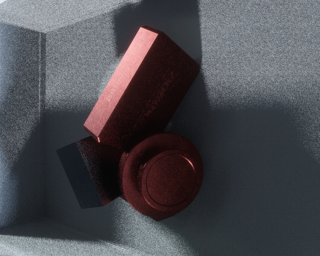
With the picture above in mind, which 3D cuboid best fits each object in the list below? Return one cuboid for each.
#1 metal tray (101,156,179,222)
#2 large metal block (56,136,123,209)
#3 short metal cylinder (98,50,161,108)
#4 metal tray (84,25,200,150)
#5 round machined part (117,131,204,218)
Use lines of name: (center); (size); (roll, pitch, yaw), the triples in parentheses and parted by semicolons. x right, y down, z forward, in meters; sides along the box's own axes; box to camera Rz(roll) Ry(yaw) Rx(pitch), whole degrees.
metal tray: (-0.028, 0.055, 0.422); (0.130, 0.030, 0.089); (22, 104, 37)
large metal block: (-0.071, 0.046, 0.395); (0.050, 0.081, 0.080); (-20, 93, 44)
short metal cylinder: (-0.034, -0.053, 0.395); (0.080, 0.050, 0.080); (-30, 46, 37)
metal tray: (-0.017, -0.036, 0.354); (0.030, 0.090, 0.130); (34, 95, 38)
round machined part: (0.005, 0.054, 0.347); (0.042, 0.099, 0.097); (-165, 79, -69)
